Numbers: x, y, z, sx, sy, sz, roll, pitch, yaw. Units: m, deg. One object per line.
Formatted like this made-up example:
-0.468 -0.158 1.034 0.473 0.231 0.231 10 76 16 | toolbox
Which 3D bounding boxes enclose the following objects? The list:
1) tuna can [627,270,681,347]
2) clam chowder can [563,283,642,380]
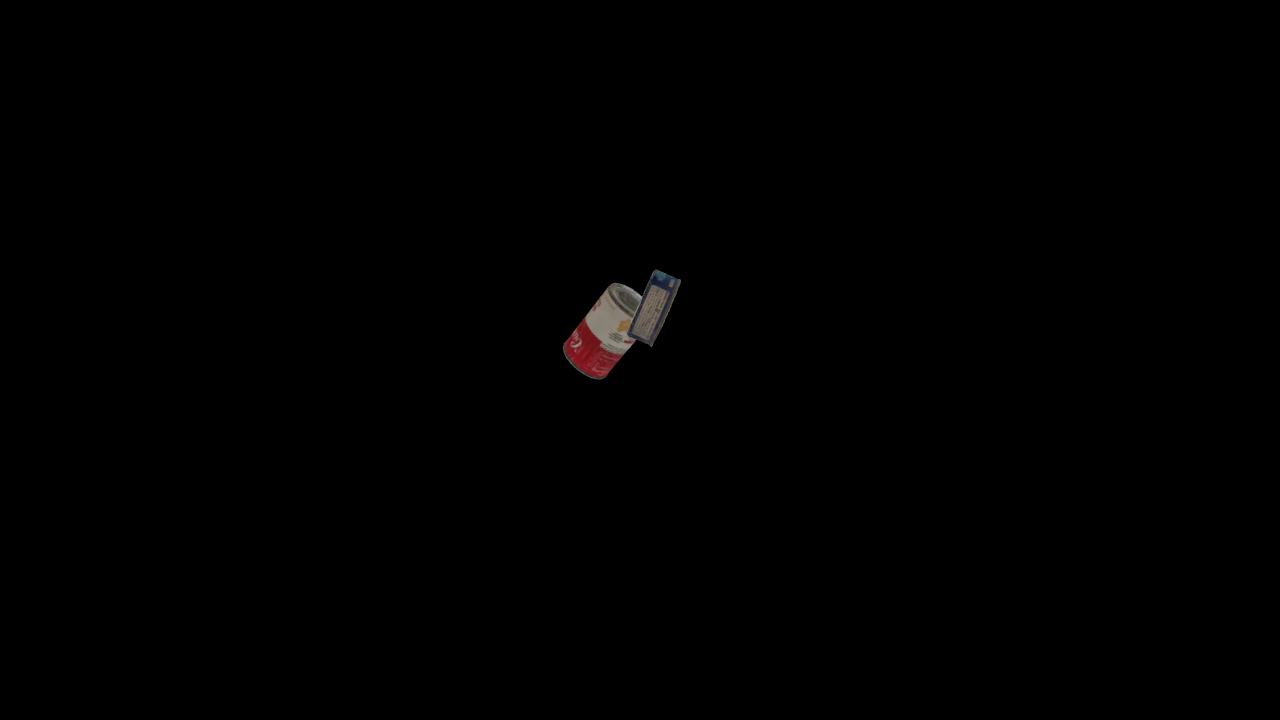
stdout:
0.015 -0.060 0.703 0.034 0.084 0.084 24 -1 -1 | tuna can
-0.038 -0.035 0.745 0.102 0.068 0.068 -49 -26 25 | clam chowder can
